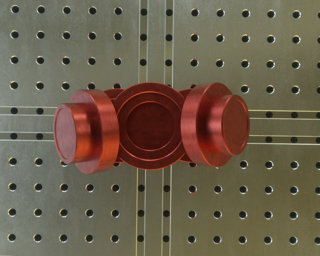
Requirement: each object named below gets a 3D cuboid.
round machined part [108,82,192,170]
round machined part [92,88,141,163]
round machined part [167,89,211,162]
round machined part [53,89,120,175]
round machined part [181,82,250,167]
[{"bbox_3d":[-0.011,-0.002,0.362,0.099,0.042,0.097,0,90,-1],"label":"round machined part"},{"bbox_3d":[-0.055,-0.003,0.404,0.099,0.042,0.097,0,90,-1],"label":"round machined part"},{"bbox_3d":[0.043,-0.003,0.405,0.099,0.042,0.097,0,90,-1],"label":"round machined part"},{"bbox_3d":[-0.089,0.005,0.353,0.042,0.098,0.097,-6,90,-38],"label":"round machined part"},{"bbox_3d":[0.069,-0.004,0.355,0.042,0.099,0.097,0,90,40],"label":"round machined part"}]
